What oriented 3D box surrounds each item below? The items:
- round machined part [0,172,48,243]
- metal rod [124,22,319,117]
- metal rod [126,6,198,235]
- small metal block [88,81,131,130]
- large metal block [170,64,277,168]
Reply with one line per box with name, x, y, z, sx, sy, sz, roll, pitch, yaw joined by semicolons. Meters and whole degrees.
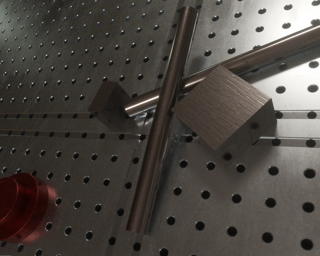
round machined part;-0.213;0.108;0.440;0.098;0.042;0.098;-13;56;20
metal rod;0.091;-0.077;0.407;0.301;0.025;0.025;-20;54;15
metal rod;0.007;-0.022;0.391;0.025;0.025;0.299;4;71;30
small metal block;-0.069;-0.032;0.447;0.025;0.050;0.050;11;67;32
large metal block;0.074;-0.015;0.362;0.080;0.050;0.080;-43;51;-2
